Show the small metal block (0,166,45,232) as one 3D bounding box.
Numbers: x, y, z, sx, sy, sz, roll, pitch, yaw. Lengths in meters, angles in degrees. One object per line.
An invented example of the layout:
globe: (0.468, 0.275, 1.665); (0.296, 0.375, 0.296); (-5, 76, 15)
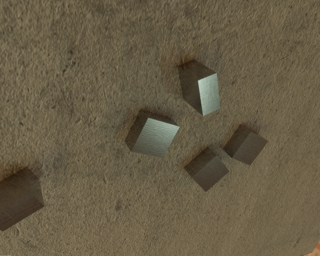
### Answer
small metal block: (-0.163, 0.079, 0.350); (0.050, 0.050, 0.025); (-31, 129, -9)

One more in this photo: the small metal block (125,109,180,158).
small metal block: (-0.010, 0.008, 0.406); (0.050, 0.025, 0.050); (16, 110, -35)

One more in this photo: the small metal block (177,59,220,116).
small metal block: (0.048, -0.051, 0.386); (0.025, 0.050, 0.050); (-24, 127, -14)

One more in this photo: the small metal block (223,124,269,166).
small metal block: (0.138, 0.028, 0.499); (0.050, 0.025, 0.050); (23, 106, -37)

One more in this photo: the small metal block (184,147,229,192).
small metal block: (0.074, 0.066, 0.488); (0.050, 0.025, 0.050); (-42, 130, 0)
